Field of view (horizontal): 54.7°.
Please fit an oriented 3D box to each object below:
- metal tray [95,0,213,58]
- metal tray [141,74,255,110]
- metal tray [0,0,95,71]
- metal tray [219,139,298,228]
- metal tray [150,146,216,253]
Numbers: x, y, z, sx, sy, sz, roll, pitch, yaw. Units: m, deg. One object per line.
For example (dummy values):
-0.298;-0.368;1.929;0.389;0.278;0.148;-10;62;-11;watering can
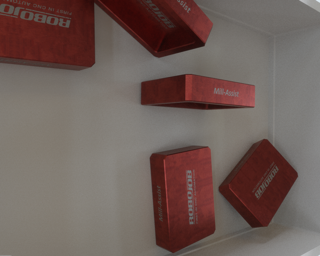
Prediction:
-0.013;-0.138;0.354;0.130;0.090;0.030;36;68;-35;metal tray
0.052;-0.043;0.409;0.131;0.090;0.030;1;90;-40;metal tray
-0.128;-0.107;0.296;0.131;0.030;0.089;-2;91;-40;metal tray
0.170;0.091;0.526;0.090;0.030;0.131;48;58;0;metal tray
0.034;0.095;0.435;0.091;0.030;0.129;-7;95;-40;metal tray
